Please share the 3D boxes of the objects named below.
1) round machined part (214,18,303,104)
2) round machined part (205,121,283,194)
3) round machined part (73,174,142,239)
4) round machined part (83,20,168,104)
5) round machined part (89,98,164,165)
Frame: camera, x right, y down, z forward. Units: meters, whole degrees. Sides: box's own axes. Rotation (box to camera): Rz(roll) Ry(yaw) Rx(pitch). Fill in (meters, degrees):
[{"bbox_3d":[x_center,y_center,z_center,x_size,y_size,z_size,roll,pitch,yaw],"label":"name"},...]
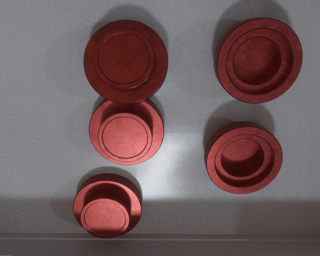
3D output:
[{"bbox_3d":[0.114,-0.082,0.374,0.099,0.042,0.097,0,110,-1],"label":"round machined part"},{"bbox_3d":[0.109,0.036,0.417,0.099,0.042,0.097,0,110,-1],"label":"round machined part"},{"bbox_3d":[-0.076,0.118,0.445,0.099,0.042,0.097,0,110,-1],"label":"round machined part"},{"bbox_3d":[-0.040,-0.077,0.358,0.099,0.042,0.097,0,92,0],"label":"round machined part"},{"bbox_3d":[-0.044,0.005,0.404,0.099,0.042,0.097,0,110,-1],"label":"round machined part"}]
